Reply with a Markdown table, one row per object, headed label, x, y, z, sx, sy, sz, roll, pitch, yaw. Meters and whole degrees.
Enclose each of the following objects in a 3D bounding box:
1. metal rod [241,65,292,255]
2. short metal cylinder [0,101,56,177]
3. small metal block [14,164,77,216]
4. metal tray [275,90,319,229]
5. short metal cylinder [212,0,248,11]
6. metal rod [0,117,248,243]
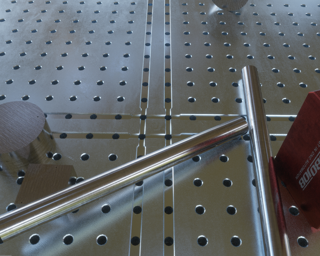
| label | x | y | z | sx | sy | sz | roll | pitch | yaw |
| --- | --- | --- | --- | --- | --- | --- | --- | --- | --- |
| metal rod | 0.127 | 0.026 | 0.386 | 0.025 | 0.025 | 0.300 | 4 | 50 | 3 |
| short metal cylinder | -0.175 | 0.013 | 0.378 | 0.081 | 0.050 | 0.080 | 0 | 50 | 0 |
| small metal block | -0.126 | 0.069 | 0.348 | 0.050 | 0.025 | 0.050 | 2 | 50 | 1 |
| metal tray | 0.167 | 0.034 | 0.313 | 0.030 | 0.129 | 0.090 | -13 | 52 | -11 |
| short metal cylinder | 0.143 | -0.280 | 0.609 | 0.080 | 0.080 | 0.050 | 18 | 53 | 14 |
| metal rod | -0.020 | 0.045 | 0.349 | 0.302 | 0.025 | 0.025 | -21 | 53 | -24 |
